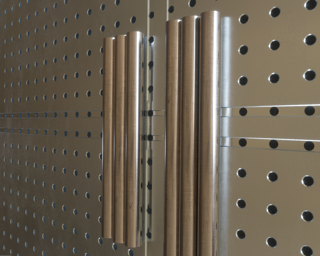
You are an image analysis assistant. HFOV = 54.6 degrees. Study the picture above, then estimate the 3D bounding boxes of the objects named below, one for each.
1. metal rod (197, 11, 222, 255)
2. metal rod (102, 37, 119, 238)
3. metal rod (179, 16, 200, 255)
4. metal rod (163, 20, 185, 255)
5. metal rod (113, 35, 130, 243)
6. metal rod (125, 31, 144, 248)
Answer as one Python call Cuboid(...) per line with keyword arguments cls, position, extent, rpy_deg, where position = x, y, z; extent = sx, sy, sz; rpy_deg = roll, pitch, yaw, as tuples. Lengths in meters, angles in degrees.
Cuboid(cls="metal rod", position=(0.058, 0.017, 0.362), extent=(0.025, 0.025, 0.298), rpy_deg=(1, 91, 40))
Cuboid(cls="metal rod", position=(-0.075, 0.015, 0.472), extent=(0.025, 0.025, 0.298), rpy_deg=(1, 91, 40))
Cuboid(cls="metal rod", position=(0.037, 0.017, 0.379), extent=(0.025, 0.025, 0.298), rpy_deg=(1, 91, 40))
Cuboid(cls="metal rod", position=(0.018, 0.016, 0.395), extent=(0.025, 0.025, 0.298), rpy_deg=(1, 91, 40))
Cuboid(cls="metal rod", position=(-0.055, 0.016, 0.456), extent=(0.025, 0.025, 0.298), rpy_deg=(1, 91, 40))
Cuboid(cls="metal rod", position=(-0.036, 0.016, 0.440), extent=(0.025, 0.025, 0.298), rpy_deg=(1, 91, 40))
